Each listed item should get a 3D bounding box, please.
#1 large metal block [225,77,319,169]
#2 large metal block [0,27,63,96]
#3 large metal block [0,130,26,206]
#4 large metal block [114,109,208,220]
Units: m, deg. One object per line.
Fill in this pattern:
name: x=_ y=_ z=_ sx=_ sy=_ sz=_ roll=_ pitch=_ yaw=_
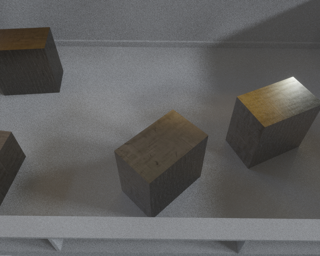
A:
large metal block: x=0.134 y=-0.006 z=0.375 sx=0.081 sy=0.080 sz=0.050 roll=-20 pitch=53 yaw=-16
large metal block: x=-0.193 y=-0.095 z=0.448 sx=0.081 sy=0.080 sz=0.050 roll=-4 pitch=50 yaw=-3
large metal block: x=-0.214 y=0.046 z=0.349 sx=0.080 sy=0.050 sz=0.080 roll=7 pitch=50 yaw=5
large metal block: x=0.002 y=0.040 z=0.336 sx=0.080 sy=0.080 sz=0.050 roll=-36 pitch=59 yaw=-26
